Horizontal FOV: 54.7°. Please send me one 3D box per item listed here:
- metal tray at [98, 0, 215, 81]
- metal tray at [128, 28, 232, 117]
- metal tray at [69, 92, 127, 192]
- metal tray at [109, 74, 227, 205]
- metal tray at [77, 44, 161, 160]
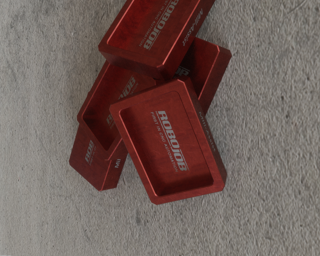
[{"bbox_3d":[-0.001,-0.125,0.358,0.090,0.030,0.130,22,76,27],"label":"metal tray"},{"bbox_3d":[0.014,-0.076,0.390,0.130,0.030,0.089,34,110,34],"label":"metal tray"},{"bbox_3d":[-0.088,0.018,0.472,0.090,0.030,0.129,31,109,35],"label":"metal tray"},{"bbox_3d":[0.011,0.016,0.348,0.090,0.030,0.129,-18,103,22],"label":"metal tray"},{"bbox_3d":[-0.052,-0.033,0.405,0.090,0.030,0.129,49,118,28],"label":"metal tray"}]
